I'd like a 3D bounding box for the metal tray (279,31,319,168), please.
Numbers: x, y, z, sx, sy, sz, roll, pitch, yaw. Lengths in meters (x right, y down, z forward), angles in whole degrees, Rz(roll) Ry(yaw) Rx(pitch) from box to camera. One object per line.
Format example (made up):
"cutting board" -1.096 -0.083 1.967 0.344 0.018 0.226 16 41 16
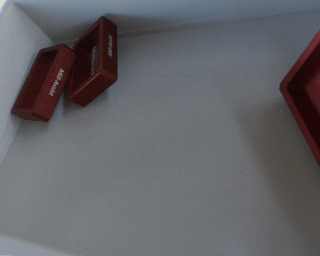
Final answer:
"metal tray" 0.169 -0.022 0.288 0.030 0.089 0.130 0 54 -15

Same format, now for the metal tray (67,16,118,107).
"metal tray" -0.110 -0.110 0.509 0.090 0.030 0.130 -31 49 33

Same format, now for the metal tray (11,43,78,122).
"metal tray" -0.199 -0.077 0.532 0.090 0.030 0.130 5 71 44

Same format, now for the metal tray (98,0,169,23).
"metal tray" -0.044 -0.246 0.579 0.130 0.030 0.090 2 63 29
